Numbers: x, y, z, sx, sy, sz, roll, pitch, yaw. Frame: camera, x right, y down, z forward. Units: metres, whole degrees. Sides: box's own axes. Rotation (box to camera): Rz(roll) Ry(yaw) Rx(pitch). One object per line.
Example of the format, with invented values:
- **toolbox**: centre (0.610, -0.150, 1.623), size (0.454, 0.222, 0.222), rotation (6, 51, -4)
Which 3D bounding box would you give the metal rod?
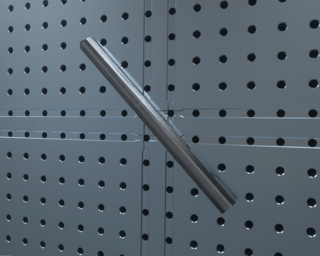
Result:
- **metal rod**: centre (-0.010, -0.012, 0.417), size (0.025, 0.025, 0.300), rotation (-44, 76, 15)
